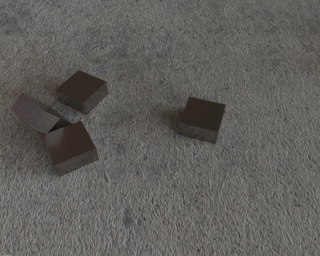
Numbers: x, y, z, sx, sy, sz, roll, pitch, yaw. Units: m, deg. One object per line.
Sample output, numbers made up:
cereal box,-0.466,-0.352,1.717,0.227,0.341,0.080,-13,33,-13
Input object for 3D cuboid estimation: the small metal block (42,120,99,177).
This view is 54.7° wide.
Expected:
small metal block,-0.110,0.024,0.382,0.050,0.025,0.050,-23,54,-19

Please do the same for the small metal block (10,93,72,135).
small metal block,-0.150,-0.015,0.394,0.050,0.050,0.025,34,89,26

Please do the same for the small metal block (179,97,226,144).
small metal block,0.056,-0.011,0.413,0.050,0.025,0.050,14,51,11

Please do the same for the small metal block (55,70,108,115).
small metal block,-0.111,-0.052,0.446,0.050,0.025,0.050,24,54,19
